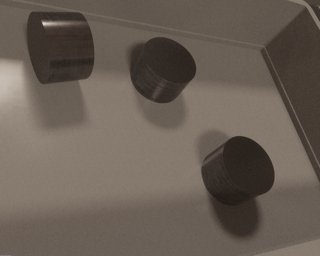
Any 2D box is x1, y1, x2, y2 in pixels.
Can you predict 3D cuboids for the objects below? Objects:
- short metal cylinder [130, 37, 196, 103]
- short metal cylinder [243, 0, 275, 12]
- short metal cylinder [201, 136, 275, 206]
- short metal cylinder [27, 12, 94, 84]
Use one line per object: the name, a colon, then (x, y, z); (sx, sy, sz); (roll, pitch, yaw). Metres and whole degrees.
short metal cylinder: (0.004, -0.082, 0.444); (0.081, 0.050, 0.080); (14, 56, -21)
short metal cylinder: (0.231, -0.317, 0.714); (0.081, 0.050, 0.080); (14, 56, -21)
short metal cylinder: (0.103, 0.057, 0.412); (0.081, 0.050, 0.080); (14, 56, -21)
short metal cylinder: (-0.118, -0.095, 0.365); (0.050, 0.080, 0.080); (-14, 69, -34)
